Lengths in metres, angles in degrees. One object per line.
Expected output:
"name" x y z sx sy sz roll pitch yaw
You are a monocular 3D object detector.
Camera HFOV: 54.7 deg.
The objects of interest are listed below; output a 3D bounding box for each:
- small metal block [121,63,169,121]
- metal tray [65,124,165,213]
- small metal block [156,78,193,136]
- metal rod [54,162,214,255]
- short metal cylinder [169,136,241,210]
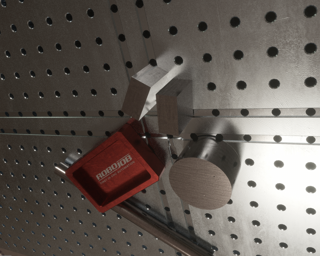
"small metal block" -0.018 -0.044 0.376 0.025 0.050 0.050 30 128 9
"metal tray" -0.070 0.064 0.466 0.130 0.030 0.090 -35 99 27
"small metal block" 0.019 -0.026 0.368 0.025 0.050 0.050 9 122 23
"metal rod" -0.048 0.143 0.523 0.301 0.025 0.025 30 128 8
"short metal cylinder" 0.058 0.058 0.399 0.080 0.050 0.079 13 124 20
